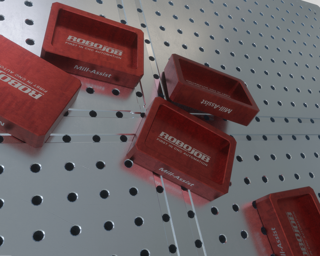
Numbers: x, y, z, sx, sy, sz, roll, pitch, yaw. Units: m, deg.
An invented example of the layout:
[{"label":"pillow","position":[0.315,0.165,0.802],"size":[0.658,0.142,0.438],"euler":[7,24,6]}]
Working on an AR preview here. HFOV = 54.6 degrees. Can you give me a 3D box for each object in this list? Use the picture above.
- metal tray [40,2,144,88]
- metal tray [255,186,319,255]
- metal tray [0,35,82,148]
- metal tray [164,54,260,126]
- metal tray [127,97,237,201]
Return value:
[{"label":"metal tray","position":[-0.088,-0.112,0.425],"size":[0.131,0.030,0.090],"euler":[12,57,-22]},{"label":"metal tray","position":[0.192,0.149,0.416],"size":[0.091,0.030,0.130],"euler":[-2,63,-29]},{"label":"metal tray","position":[-0.167,-0.048,0.344],"size":[0.130,0.030,0.090],"euler":[30,52,-9]},{"label":"metal tray","position":[0.074,-0.057,0.460],"size":[0.131,0.030,0.090],"euler":[17,35,-18]},{"label":"metal tray","position":[0.033,0.026,0.405],"size":[0.130,0.030,0.090],"euler":[28,52,-10]}]
